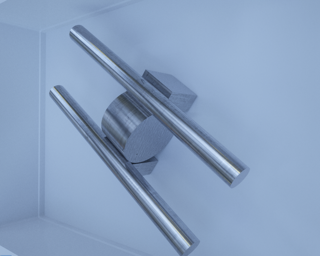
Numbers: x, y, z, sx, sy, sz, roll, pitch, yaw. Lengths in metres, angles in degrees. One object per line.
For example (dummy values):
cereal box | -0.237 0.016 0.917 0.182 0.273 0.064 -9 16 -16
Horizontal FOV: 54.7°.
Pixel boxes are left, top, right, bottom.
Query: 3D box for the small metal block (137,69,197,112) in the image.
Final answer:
small metal block | 0.009 -0.045 0.379 0.050 0.050 0.025 44 117 30

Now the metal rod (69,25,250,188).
metal rod | -0.021 -0.043 0.356 0.300 0.025 0.025 43 116 31

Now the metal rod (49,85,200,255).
metal rod | -0.062 0.034 0.390 0.300 0.025 0.025 43 116 31

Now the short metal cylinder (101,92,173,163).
short metal cylinder | -0.025 -0.003 0.388 0.050 0.081 0.080 44 116 31

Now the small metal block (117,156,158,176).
small metal block | -0.040 0.040 0.419 0.050 0.050 0.025 44 117 30
